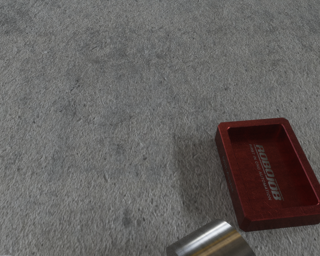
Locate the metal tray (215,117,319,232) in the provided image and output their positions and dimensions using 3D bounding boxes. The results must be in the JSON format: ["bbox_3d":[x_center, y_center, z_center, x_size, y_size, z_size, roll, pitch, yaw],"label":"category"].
[{"bbox_3d":[0.123,0.048,0.360,0.091,0.030,0.130,-5,50,-4],"label":"metal tray"}]

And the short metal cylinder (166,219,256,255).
[{"bbox_3d":[0.047,0.126,0.262,0.050,0.080,0.080,-24,54,-19],"label":"short metal cylinder"}]
